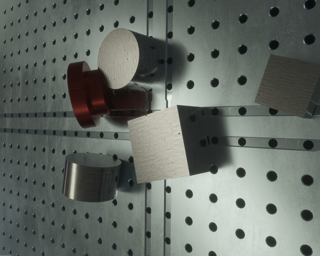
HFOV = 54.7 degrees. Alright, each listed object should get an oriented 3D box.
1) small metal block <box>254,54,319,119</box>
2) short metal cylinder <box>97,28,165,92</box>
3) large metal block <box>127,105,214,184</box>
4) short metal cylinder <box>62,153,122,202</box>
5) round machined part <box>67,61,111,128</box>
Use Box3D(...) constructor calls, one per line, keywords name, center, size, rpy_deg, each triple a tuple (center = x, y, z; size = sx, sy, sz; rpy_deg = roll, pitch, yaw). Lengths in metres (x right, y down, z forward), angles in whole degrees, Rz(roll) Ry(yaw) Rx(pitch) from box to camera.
Box3D(name="small metal block", center=(0.128, -0.041, 0.304), size=(0.050, 0.025, 0.050), rpy_deg=(25, 106, 37))
Box3D(name="short metal cylinder", center=(-0.040, -0.091, 0.427), size=(0.080, 0.050, 0.079), rpy_deg=(0, 90, 40))
Box3D(name="large metal block", center=(0.012, 0.021, 0.384), size=(0.080, 0.050, 0.080), rpy_deg=(-16, 80, 39))
Box3D(name="short metal cylinder", center=(-0.100, 0.070, 0.456), size=(0.080, 0.081, 0.050), rpy_deg=(14, 99, 39))
Box3D(name="round machined part", center=(-0.100, -0.051, 0.458), size=(0.042, 0.098, 0.097), rpy_deg=(-10, 82, -1))
